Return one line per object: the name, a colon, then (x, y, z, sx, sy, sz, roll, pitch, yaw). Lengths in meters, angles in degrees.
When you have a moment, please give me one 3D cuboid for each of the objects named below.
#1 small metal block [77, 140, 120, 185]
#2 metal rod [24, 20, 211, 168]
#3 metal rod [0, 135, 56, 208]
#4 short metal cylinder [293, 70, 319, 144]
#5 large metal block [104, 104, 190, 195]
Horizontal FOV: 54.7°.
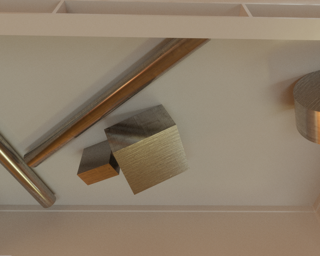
small metal block: (-0.082, 0.046, 0.431, 0.050, 0.050, 0.025, -21, 127, 16)
metal rod: (-0.069, -0.028, 0.383, 0.299, 0.025, 0.025, -33, 123, 24)
metal rod: (-0.229, 0.014, 0.417, 0.025, 0.025, 0.299, -14, 129, 11)
short metal cylinder: (0.198, -0.025, 0.355, 0.080, 0.080, 0.050, -15, 129, 12)
large metal block: (-0.015, 0.028, 0.401, 0.080, 0.050, 0.080, -24, 129, -6)
